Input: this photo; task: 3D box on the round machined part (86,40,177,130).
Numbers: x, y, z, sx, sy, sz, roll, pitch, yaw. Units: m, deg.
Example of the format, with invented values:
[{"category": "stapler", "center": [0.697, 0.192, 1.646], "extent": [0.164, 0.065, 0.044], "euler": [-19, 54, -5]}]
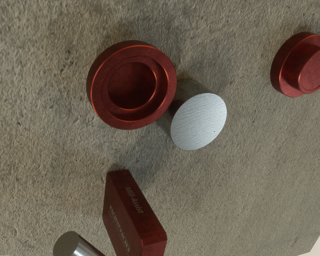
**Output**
[{"category": "round machined part", "center": [-0.034, -0.050, 0.347], "extent": [0.099, 0.042, 0.097], "euler": [-14, 125, -21]}]

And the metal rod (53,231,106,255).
[{"category": "metal rod", "center": [-0.018, 0.197, 0.351], "extent": [0.025, 0.025, 0.299], "euler": [-35, 129, -5]}]

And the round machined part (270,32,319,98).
[{"category": "round machined part", "center": [0.218, -0.090, 0.462], "extent": [0.099, 0.042, 0.097], "euler": [-14, 125, -21]}]

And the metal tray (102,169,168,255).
[{"category": "metal tray", "center": [-0.039, 0.126, 0.397], "extent": [0.030, 0.130, 0.089], "euler": [-4, 121, -27]}]

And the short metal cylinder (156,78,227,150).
[{"category": "short metal cylinder", "center": [0.038, -0.018, 0.402], "extent": [0.081, 0.050, 0.079], "euler": [-14, 125, -21]}]
